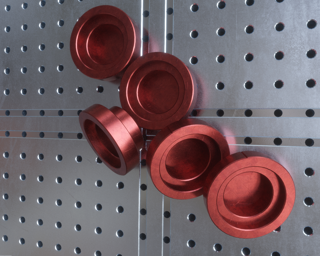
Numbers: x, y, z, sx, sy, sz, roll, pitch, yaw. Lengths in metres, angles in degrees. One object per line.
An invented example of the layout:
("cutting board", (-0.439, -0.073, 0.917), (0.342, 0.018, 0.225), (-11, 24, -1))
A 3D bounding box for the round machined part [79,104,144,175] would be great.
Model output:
("round machined part", (-0.059, 0.010, 0.405), (0.042, 0.097, 0.098), (-36, 75, -27))

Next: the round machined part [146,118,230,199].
("round machined part", (0.030, 0.034, 0.375), (0.099, 0.042, 0.097), (-6, 114, -15))

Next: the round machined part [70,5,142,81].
("round machined part", (-0.071, -0.113, 0.427), (0.098, 0.042, 0.097), (0, 90, 19))

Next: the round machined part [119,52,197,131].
("round machined part", (0.001, -0.045, 0.402), (0.098, 0.042, 0.097), (0, 90, 19))

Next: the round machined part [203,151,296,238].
("round machined part", (0.098, 0.072, 0.355), (0.099, 0.042, 0.097), (-1, 104, -4))
